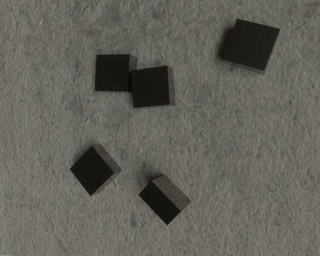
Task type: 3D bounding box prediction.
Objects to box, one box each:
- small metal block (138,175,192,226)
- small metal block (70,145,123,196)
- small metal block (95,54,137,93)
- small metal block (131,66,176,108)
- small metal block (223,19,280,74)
[{"bbox_3d":[0.008,0.089,0.392,0.050,0.050,0.025,44,104,14],"label":"small metal block"},{"bbox_3d":[-0.091,0.059,0.440,0.050,0.025,0.050,-45,77,14],"label":"small metal block"},{"bbox_3d":[-0.061,-0.074,0.429,0.050,0.025,0.050,4,91,19],"label":"small metal block"},{"bbox_3d":[-0.008,-0.053,0.411,0.050,0.025,0.050,-4,89,19],"label":"small metal block"},{"bbox_3d":[0.109,-0.097,0.370,0.050,0.025,0.050,21,97,18],"label":"small metal block"}]
